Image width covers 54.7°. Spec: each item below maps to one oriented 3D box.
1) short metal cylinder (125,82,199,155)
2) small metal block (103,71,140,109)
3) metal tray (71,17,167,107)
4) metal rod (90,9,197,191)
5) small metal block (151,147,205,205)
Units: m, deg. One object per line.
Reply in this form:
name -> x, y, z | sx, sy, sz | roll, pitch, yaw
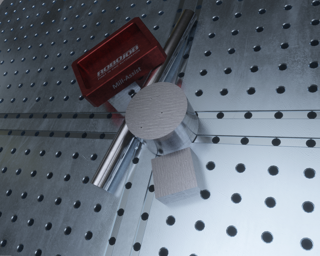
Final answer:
short metal cylinder -> 0.003, -0.011, 0.393 | 0.080, 0.050, 0.080 | -10, 59, 18
small metal block -> -0.067, -0.067, 0.483 | 0.050, 0.025, 0.050 | -40, 51, 0
metal tray -> -0.065, -0.101, 0.466 | 0.130, 0.030, 0.090 | -34, 50, 5
metal rod -> -0.016, -0.052, 0.446 | 0.025, 0.025, 0.300 | 14, 69, 33
small metal block -> 0.020, 0.056, 0.362 | 0.050, 0.025, 0.050 | -19, 54, 16
